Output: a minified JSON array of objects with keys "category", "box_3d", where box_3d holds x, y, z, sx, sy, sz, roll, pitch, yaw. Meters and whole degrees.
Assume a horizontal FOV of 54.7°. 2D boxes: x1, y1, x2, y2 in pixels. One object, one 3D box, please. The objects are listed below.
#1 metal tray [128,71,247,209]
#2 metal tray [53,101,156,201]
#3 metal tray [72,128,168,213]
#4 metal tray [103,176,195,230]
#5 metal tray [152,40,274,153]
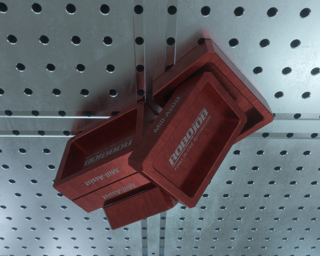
[{"category":"metal tray","box_3d":[0.036,0.012,0.348,0.090,0.030,0.130,43,73,-30]},{"category":"metal tray","box_3d":[-0.067,0.028,0.391,0.130,0.090,0.030,-26,126,20]},{"category":"metal tray","box_3d":[-0.050,0.048,0.407,0.130,0.090,0.030,-26,126,20]},{"category":"metal tray","box_3d":[-0.007,0.093,0.430,0.090,0.131,0.030,-25,84,20]},{"category":"metal tray","box_3d":[0.066,-0.032,0.380,0.090,0.030,0.130,-36,122,26]}]
